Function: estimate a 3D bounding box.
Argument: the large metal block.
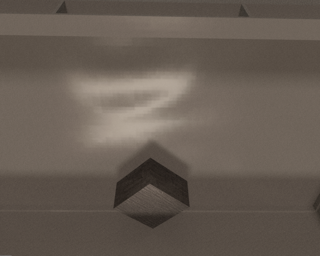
[{"bbox_3d":[-0.013,0.103,0.481,0.080,0.050,0.080,36,121,-27],"label":"large metal block"}]
